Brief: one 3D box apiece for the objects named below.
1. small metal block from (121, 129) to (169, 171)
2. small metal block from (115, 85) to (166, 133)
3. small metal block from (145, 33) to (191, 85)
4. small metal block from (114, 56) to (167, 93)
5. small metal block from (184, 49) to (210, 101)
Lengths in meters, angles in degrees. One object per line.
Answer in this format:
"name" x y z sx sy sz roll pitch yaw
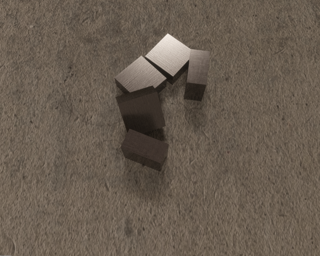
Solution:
"small metal block" -0.018 0.029 0.384 0.050 0.050 0.025 21 72 7
"small metal block" -0.025 -0.021 0.400 0.050 0.050 0.025 -18 29 -7
"small metal block" 0.015 -0.099 0.444 0.050 0.025 0.050 38 74 12
"small metal block" -0.027 -0.064 0.431 0.050 0.025 0.050 -42 76 -14
"small metal block" 0.050 -0.071 0.421 0.025 0.050 0.050 8 70 2
